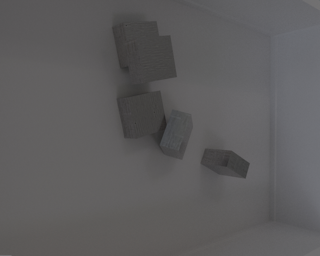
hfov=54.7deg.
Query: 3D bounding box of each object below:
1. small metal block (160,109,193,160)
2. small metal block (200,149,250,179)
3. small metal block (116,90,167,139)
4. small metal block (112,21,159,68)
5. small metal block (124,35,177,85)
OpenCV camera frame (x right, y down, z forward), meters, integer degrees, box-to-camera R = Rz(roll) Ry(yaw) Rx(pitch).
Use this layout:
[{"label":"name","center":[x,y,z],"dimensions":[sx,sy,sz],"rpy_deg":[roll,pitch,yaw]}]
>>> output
[{"label":"small metal block","center":[0.023,0.010,0.409],"dimensions":[0.050,0.025,0.050],"rpy_deg":[66,42,-69]},{"label":"small metal block","center":[0.100,0.054,0.474],"dimensions":[0.050,0.050,0.025],"rpy_deg":[32,70,-36]},{"label":"small metal block","center":[-0.022,-0.017,0.388],"dimensions":[0.050,0.025,0.050],"rpy_deg":[-18,101,-39]},{"label":"small metal block","center":[-0.027,-0.103,0.384],"dimensions":[0.050,0.025,0.050],"rpy_deg":[-18,101,-39]},{"label":"small metal block","center":[-0.010,-0.080,0.365],"dimensions":[0.050,0.025,0.050],"rpy_deg":[-17,102,-39]}]
